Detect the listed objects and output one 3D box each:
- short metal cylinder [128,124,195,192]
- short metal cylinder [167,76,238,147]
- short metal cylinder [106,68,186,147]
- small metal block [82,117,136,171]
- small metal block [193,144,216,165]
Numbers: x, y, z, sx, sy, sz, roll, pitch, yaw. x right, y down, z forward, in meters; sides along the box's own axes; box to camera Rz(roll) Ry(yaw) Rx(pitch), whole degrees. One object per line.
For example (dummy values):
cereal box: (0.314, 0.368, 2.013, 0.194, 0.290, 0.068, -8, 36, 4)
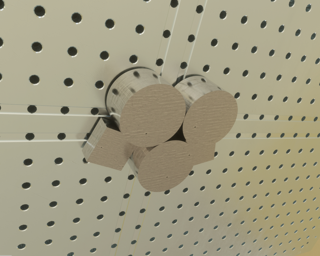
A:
short metal cylinder: (-0.001, 0.038, 0.414, 0.081, 0.050, 0.079, -14, 124, -21)
short metal cylinder: (0.053, -0.022, 0.406, 0.081, 0.050, 0.079, -14, 124, -21)
short metal cylinder: (-0.017, -0.024, 0.366, 0.081, 0.050, 0.079, -14, 124, -21)
small metal block: (-0.061, 0.021, 0.387, 0.050, 0.025, 0.050, 23, 106, -37)
small metal block: (0.053, 0.026, 0.452, 0.050, 0.025, 0.050, -13, 124, -21)
